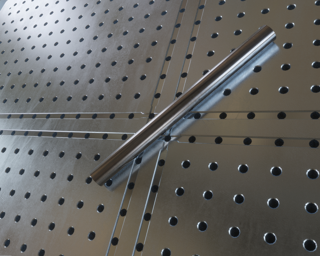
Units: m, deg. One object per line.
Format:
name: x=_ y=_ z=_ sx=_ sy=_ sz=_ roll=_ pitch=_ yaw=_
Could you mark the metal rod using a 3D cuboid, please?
metal rod: x=0.030 y=-0.029 z=0.411 sx=0.300 sy=0.025 sz=0.025 roll=-40 pitch=51 yaw=0
